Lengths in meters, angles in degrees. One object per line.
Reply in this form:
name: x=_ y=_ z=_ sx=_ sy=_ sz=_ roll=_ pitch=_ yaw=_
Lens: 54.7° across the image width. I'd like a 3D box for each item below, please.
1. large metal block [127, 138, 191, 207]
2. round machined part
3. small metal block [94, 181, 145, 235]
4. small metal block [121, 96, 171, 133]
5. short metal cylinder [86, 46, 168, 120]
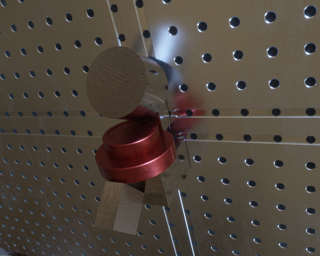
large metal block: x=-0.014 y=0.054 z=0.414 sx=0.080 sy=0.080 sz=0.050 roll=1 pitch=119 yaw=27
round machined part: x=-0.032 y=0.021 z=0.379 sx=0.098 sy=0.098 sz=0.042 roll=1 pitch=119 yaw=27
small metal block: x=-0.045 y=0.093 z=0.358 sx=0.025 sy=0.050 sz=0.050 roll=1 pitch=157 yaw=27
small metal block: x=-0.018 y=-0.022 z=0.404 sx=0.050 sy=0.025 sz=0.050 roll=1 pitch=119 yaw=27
short metal cylinder: x=-0.038 y=-0.049 z=0.361 sx=0.080 sy=0.050 sz=0.080 roll=-1 pitch=88 yaw=27
